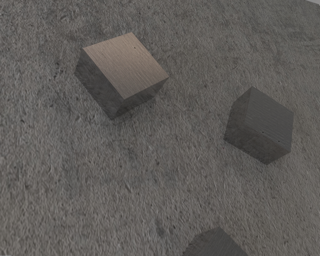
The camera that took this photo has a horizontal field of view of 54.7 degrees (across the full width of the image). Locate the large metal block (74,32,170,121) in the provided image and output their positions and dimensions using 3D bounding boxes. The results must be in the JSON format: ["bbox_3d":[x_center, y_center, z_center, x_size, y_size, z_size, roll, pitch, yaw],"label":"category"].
[{"bbox_3d":[-0.050,-0.069,0.403,0.081,0.050,0.080,-33,80,-38],"label":"large metal block"}]

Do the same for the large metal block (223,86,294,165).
[{"bbox_3d":[0.151,-0.004,0.471,0.080,0.050,0.080,30,52,-9],"label":"large metal block"}]

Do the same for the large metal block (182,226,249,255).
[{"bbox_3d":[0.057,0.164,0.318,0.080,0.050,0.080,45,51,3],"label":"large metal block"}]
